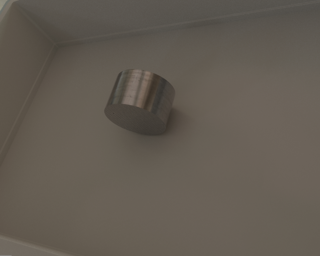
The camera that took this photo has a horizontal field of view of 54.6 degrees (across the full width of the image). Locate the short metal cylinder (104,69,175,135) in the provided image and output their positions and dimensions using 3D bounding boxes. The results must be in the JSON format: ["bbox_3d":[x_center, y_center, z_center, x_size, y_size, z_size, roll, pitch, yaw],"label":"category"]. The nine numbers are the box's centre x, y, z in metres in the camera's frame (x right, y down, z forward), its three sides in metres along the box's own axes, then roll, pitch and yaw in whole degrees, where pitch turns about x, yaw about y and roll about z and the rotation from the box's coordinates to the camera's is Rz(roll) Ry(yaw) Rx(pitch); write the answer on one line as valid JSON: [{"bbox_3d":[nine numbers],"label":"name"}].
[{"bbox_3d":[-0.025,-0.031,0.400,0.080,0.080,0.050,2,63,29],"label":"short metal cylinder"}]
